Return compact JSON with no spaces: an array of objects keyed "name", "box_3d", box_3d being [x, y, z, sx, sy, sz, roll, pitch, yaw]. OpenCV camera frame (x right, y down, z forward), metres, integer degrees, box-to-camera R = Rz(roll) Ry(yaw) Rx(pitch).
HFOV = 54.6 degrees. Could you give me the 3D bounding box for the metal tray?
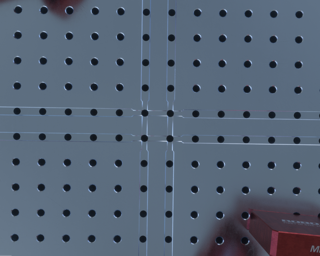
[{"name":"metal tray","box_3d":[0.187,0.134,0.381,0.131,0.090,0.030,6,90,0]}]
